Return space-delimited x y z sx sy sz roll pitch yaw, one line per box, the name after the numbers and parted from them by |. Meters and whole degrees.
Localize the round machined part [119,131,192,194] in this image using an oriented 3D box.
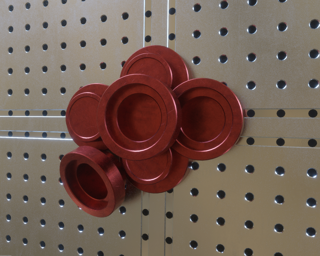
-0.010 0.038 0.407 0.098 0.042 0.097 0 90 20 | round machined part

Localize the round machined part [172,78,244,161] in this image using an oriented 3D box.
0.054 -0.010 0.384 0.098 0.042 0.097 0 90 20 | round machined part

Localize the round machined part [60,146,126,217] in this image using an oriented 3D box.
-0.085 0.068 0.420 0.098 0.042 0.097 15 120 28 | round machined part

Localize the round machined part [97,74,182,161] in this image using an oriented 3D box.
-0.021 -0.012 0.366 0.098 0.042 0.097 0 90 20 | round machined part

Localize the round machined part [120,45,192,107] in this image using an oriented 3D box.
-0.010 -0.060 0.408 0.098 0.042 0.097 0 90 20 | round machined part

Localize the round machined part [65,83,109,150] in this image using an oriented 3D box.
-0.092 -0.014 0.437 0.098 0.042 0.097 0 90 20 | round machined part
